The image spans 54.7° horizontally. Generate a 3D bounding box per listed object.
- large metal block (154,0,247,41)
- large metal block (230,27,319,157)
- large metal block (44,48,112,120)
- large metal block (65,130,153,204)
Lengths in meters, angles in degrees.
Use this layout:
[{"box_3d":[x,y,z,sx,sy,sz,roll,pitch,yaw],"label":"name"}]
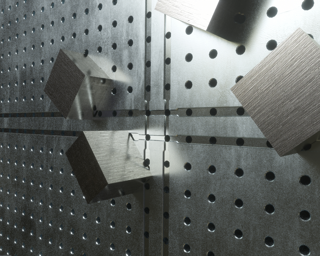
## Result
[{"box_3d":[0.052,-0.155,0.349,0.080,0.050,0.079,36,112,34],"label":"large metal block"},{"box_3d":[0.128,-0.030,0.287,0.080,0.050,0.080,-44,64,30],"label":"large metal block"},{"box_3d":[-0.135,-0.069,0.502,0.080,0.050,0.080,45,117,30],"label":"large metal block"},{"box_3d":[-0.070,0.051,0.429,0.050,0.081,0.080,-45,63,30],"label":"large metal block"}]
